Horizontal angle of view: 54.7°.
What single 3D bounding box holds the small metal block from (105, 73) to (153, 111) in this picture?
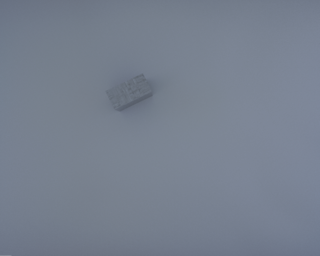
[{"bbox_3d":[-0.038,-0.044,0.398,0.050,0.050,0.025,-26,90,0],"label":"small metal block"}]
